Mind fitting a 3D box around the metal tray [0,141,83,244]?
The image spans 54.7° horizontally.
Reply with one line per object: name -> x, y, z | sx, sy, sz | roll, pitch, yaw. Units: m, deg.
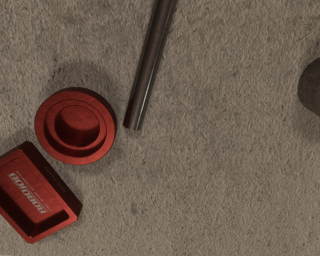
metal tray -> -0.185, 0.093, 0.438 | 0.090, 0.030, 0.130 | -29, 108, 10

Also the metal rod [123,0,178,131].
metal rod -> 0.004, -0.137, 0.359 | 0.025, 0.025, 0.298 | 15, 109, -6

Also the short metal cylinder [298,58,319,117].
short metal cylinder -> 0.221, -0.048, 0.382 | 0.081, 0.050, 0.079 | 0, 110, -1

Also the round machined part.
round machined part -> -0.104, -0.005, 0.397 | 0.099, 0.042, 0.097 | 0, 110, -1
